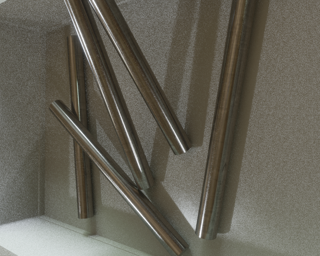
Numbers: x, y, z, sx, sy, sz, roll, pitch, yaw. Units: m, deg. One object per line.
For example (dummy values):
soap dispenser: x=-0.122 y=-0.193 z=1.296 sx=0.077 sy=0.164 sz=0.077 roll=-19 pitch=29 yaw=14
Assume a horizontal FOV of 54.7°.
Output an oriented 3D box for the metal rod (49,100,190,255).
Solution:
metal rod: x=-0.071 y=0.059 z=0.444 sx=0.300 sy=0.025 sz=0.025 roll=44 pitch=117 yaw=24

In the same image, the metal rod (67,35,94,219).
metal rod: x=-0.132 y=-0.004 z=0.512 sx=0.025 sy=0.025 sz=0.298 roll=-8 pitch=85 yaw=39

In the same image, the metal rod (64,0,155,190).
metal rod: x=-0.065 y=-0.057 z=0.379 sx=0.025 sy=0.025 sz=0.298 roll=-4 pitch=112 yaw=39

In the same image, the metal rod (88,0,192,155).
metal rod: x=-0.042 y=-0.099 z=0.346 sx=0.025 sy=0.025 sz=0.299 roll=-17 pitch=109 yaw=38

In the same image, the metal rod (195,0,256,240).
metal rod: x=0.074 y=-0.022 z=0.344 sx=0.025 sy=0.025 sz=0.298 roll=13 pitch=98 yaw=39
